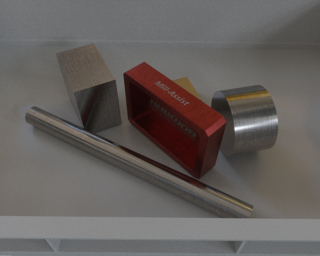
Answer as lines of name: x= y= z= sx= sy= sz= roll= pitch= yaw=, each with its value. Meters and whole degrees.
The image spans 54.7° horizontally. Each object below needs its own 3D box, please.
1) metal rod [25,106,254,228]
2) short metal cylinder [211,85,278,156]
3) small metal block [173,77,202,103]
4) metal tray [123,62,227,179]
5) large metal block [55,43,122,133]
metal rod: x=-0.039 y=0.038 z=0.371 sx=0.301 sy=0.025 sz=0.025 roll=23 pitch=54 yaw=17
short metal cylinder: x=0.099 y=-0.009 z=0.376 sx=0.050 sy=0.080 sz=0.080 roll=-10 pitch=51 yaw=-7
small metal block: x=0.024 y=-0.042 z=0.437 sx=0.050 sy=0.025 sz=0.050 roll=-15 pitch=52 yaw=-13
metal tray: x=0.012 y=-0.009 z=0.368 sx=0.030 sy=0.089 sz=0.130 roll=-36 pitch=59 yaw=-27
large metal block: x=-0.093 y=-0.050 z=0.409 sx=0.050 sy=0.080 sz=0.080 roll=-21 pitch=53 yaw=-17
